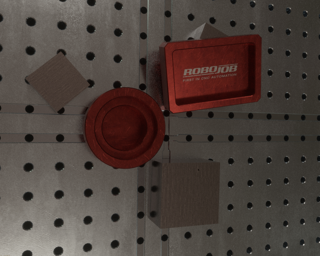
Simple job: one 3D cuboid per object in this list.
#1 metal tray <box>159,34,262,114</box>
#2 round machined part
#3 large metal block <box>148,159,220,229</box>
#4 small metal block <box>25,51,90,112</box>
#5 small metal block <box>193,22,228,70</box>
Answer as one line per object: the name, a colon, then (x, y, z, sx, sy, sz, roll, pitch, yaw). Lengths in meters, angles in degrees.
metal tray: (0.069, -0.074, 0.414, 0.131, 0.030, 0.089, -9, 108, -11)
round machined part: (-0.046, 0.000, 0.387, 0.099, 0.042, 0.097, 0, 90, -21)
large metal block: (0.031, 0.083, 0.412, 0.081, 0.050, 0.079, 2, 90, -20)
small metal block: (-0.121, -0.054, 0.368, 0.050, 0.025, 0.050, -43, 104, -15)
small metal block: (0.071, -0.112, 0.440, 0.050, 0.025, 0.050, 24, 82, -19)
